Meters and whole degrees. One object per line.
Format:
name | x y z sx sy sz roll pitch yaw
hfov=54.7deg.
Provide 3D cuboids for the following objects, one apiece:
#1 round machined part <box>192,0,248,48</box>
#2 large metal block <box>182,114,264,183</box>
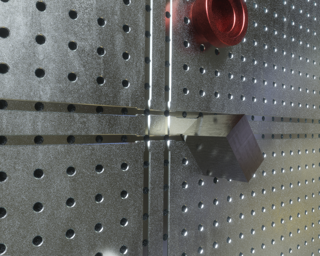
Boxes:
round machined part | 0.088 -0.171 0.471 0.099 0.042 0.097 0 90 -40
large metal block | 0.092 0.028 0.450 0.050 0.080 0.080 -44 117 -31
